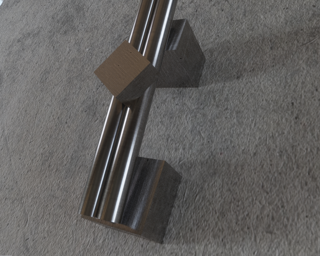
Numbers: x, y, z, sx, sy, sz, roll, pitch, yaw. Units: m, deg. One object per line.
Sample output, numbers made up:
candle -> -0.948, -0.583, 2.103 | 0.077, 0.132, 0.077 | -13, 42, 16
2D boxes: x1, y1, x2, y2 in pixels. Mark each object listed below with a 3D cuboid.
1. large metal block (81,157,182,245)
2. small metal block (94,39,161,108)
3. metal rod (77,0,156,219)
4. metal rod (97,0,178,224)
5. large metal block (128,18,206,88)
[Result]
large metal block -> -0.031, 0.078, 0.356 | 0.080, 0.050, 0.080 | 5, 64, 30
small metal block -> -0.036, -0.059, 0.335 | 0.050, 0.025, 0.050 | -45, 56, 4
metal rod -> -0.040, -0.049, 0.362 | 0.025, 0.025, 0.299 | 3, 70, 29
metal rod -> -0.017, -0.047, 0.350 | 0.025, 0.025, 0.299 | 3, 70, 29
large metal block -> 0.008, -0.098, 0.426 | 0.080, 0.080, 0.050 | 3, 64, 30
